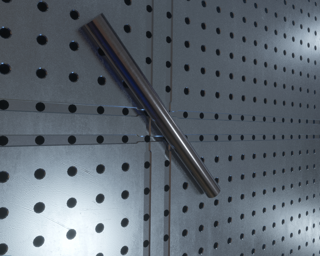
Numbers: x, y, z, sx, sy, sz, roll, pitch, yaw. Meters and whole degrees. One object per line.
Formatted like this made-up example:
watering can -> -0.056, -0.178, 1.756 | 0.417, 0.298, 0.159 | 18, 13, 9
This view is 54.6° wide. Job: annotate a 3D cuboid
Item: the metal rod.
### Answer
metal rod -> 0.004, -0.012, 0.411 | 0.025, 0.025, 0.300 | -50, 120, -28
